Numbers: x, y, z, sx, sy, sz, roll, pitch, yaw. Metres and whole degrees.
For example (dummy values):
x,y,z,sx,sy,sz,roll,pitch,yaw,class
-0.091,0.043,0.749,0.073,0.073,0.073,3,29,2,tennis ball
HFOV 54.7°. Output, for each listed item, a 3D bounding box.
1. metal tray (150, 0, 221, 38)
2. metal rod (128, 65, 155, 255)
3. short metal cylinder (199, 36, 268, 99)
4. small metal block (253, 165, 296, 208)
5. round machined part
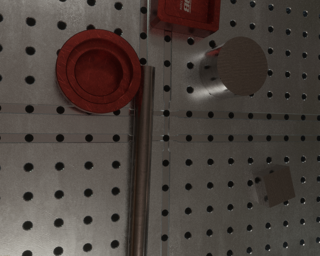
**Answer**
x,y,z,sx,sy,sz,roll,pitch,yaw,class
0.038,-0.199,0.424,0.091,0.030,0.129,5,89,-20,metal tray
-0.025,0.069,0.404,0.025,0.025,0.298,3,89,-20,metal rod
0.103,-0.083,0.439,0.081,0.050,0.079,0,90,-20,short metal cylinder
0.177,0.089,0.480,0.050,0.025,0.050,-16,96,-20,small metal block
-0.075,-0.066,0.376,0.099,0.042,0.097,0,90,-21,round machined part
